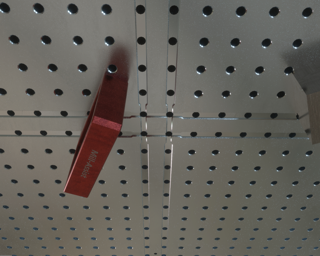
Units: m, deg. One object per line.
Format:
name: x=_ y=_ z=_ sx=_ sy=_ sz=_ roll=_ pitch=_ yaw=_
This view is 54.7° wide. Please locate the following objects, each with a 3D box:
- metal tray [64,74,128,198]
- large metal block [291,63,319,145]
metal tray: x=-0.078 y=0.011 z=0.377 sx=0.030 sy=0.090 sz=0.129 roll=19 pitch=128 yaw=-16
large metal block: x=0.210 y=-0.035 z=0.368 sx=0.080 sy=0.050 sz=0.080 roll=-17 pitch=128 yaw=14
